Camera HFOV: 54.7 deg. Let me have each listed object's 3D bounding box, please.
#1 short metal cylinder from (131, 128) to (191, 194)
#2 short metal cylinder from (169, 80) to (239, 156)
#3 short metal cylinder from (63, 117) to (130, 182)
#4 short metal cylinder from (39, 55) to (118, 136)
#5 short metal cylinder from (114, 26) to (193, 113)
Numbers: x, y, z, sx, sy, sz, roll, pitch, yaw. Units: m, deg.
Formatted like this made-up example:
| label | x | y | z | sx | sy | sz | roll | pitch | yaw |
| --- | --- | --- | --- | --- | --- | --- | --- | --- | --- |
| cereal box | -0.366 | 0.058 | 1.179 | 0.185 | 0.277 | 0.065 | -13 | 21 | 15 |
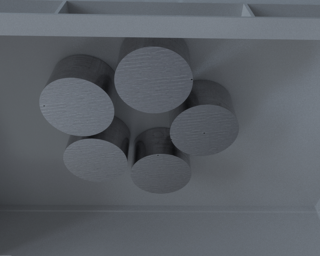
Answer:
| label | x | y | z | sx | sy | sz | roll | pitch | yaw |
| --- | --- | --- | --- | --- | --- | --- | --- | --- | --- |
| short metal cylinder | 0.001 | 0.046 | 0.429 | 0.081 | 0.050 | 0.079 | 0 | 130 | 0 |
| short metal cylinder | 0.052 | -0.011 | 0.381 | 0.081 | 0.050 | 0.079 | 0 | 130 | 0 |
| short metal cylinder | -0.082 | 0.027 | 0.412 | 0.081 | 0.050 | 0.079 | 0 | 130 | 0 |
| short metal cylinder | -0.090 | -0.037 | 0.358 | 0.081 | 0.050 | 0.079 | 0 | 130 | 0 |
| short metal cylinder | -0.006 | -0.063 | 0.336 | 0.081 | 0.050 | 0.079 | 0 | 130 | 0 |
